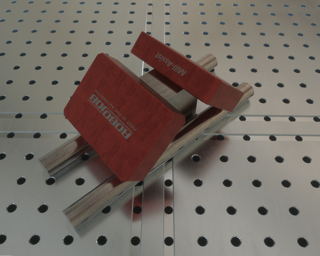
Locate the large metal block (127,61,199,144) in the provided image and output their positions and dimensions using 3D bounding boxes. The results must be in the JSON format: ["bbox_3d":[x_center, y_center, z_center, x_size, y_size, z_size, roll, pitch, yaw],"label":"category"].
[{"bbox_3d":[0.001,-0.028,0.394,0.080,0.080,0.050,-35,59,-26],"label":"large metal block"}]

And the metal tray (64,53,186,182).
[{"bbox_3d":[-0.045,-0.014,0.349,0.130,0.030,0.090,43,105,29],"label":"metal tray"}]

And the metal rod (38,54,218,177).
[{"bbox_3d":[-0.027,-0.031,0.433,0.302,0.025,0.025,-35,59,-26],"label":"metal rod"}]

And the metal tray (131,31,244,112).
[{"bbox_3d":[0.035,-0.071,0.397,0.130,0.030,0.090,39,16,27],"label":"metal tray"}]

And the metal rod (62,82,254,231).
[{"bbox_3d":[0.016,0.021,0.391,0.302,0.025,0.025,-34,58,-26],"label":"metal rod"}]
